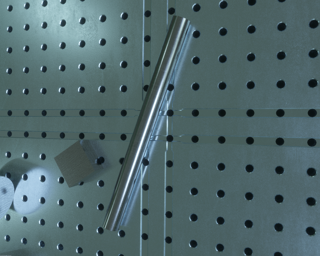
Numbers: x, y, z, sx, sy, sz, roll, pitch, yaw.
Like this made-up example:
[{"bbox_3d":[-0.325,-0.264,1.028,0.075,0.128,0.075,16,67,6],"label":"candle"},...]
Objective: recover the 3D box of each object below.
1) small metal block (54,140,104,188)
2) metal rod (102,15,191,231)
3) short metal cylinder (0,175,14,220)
[{"bbox_3d":[-0.119,0.052,0.455,0.050,0.025,0.050,-34,79,17],"label":"small metal block"},{"bbox_3d":[-0.021,-0.001,0.419,0.025,0.025,0.298,21,97,18],"label":"metal rod"},{"bbox_3d":[-0.278,0.107,0.482,0.050,0.080,0.080,13,95,19],"label":"short metal cylinder"}]
